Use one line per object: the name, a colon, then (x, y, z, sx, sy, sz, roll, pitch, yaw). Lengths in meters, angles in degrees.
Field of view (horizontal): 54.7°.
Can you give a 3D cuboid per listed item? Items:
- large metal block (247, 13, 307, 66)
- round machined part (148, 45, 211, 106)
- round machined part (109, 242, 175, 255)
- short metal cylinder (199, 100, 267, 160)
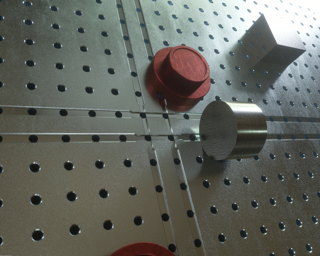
large metal block: (0.234, -0.177, 0.626, 0.081, 0.050, 0.080, 2, 61, -27)
round machined part: (0.035, -0.085, 0.468, 0.099, 0.042, 0.098, 13, 56, -21)
round machined part: (-0.021, 0.161, 0.288, 0.099, 0.042, 0.098, 14, 56, -21)
short metal cylinder: (0.097, 0.003, 0.423, 0.050, 0.080, 0.080, 0, 62, -28)
